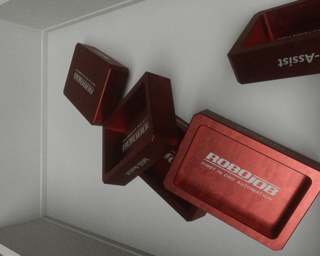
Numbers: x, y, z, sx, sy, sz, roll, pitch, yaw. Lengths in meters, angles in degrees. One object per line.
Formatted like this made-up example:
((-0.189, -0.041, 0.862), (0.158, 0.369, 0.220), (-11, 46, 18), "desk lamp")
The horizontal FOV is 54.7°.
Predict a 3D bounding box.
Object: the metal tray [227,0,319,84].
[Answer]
((0.133, -0.081, 0.256), (0.130, 0.090, 0.030), (-3, 128, 40), "metal tray")

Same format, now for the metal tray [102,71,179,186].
((-0.030, 0.006, 0.373), (0.129, 0.030, 0.090), (-42, 44, 45), "metal tray")

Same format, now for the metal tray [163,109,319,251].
((0.079, 0.049, 0.308), (0.130, 0.030, 0.089), (27, 109, 14), "metal tray")

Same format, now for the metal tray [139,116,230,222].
((0.018, 0.040, 0.388), (0.130, 0.030, 0.089), (38, 113, 33), "metal tray")

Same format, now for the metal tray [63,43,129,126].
((-0.102, -0.069, 0.471), (0.130, 0.030, 0.089), (39, 114, 46), "metal tray")
